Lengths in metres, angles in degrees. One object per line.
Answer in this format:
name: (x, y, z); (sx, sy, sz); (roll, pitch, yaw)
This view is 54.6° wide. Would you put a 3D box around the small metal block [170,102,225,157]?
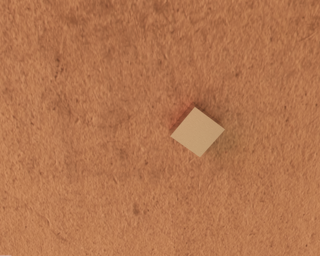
small metal block: (0.048, 0.002, 0.411); (0.050, 0.025, 0.050); (36, 106, -12)
